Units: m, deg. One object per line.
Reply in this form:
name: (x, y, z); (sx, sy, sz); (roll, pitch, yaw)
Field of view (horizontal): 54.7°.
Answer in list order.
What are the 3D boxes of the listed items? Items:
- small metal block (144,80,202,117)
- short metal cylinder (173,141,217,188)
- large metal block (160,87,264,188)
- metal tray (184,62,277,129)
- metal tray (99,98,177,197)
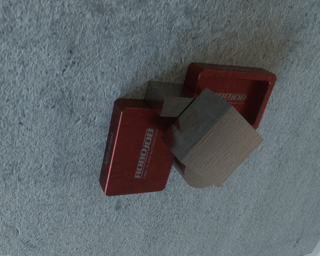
small metal block: (0.015, -0.036, 0.378); (0.050, 0.050, 0.025); (1, 118, -29)
short metal cylinder: (0.059, 0.040, 0.449); (0.081, 0.050, 0.079); (-13, 124, -20)
large metal block: (0.063, 0.013, 0.368); (0.080, 0.050, 0.080); (-48, 129, 6)
metal tray: (0.092, -0.040, 0.431); (0.131, 0.030, 0.089); (-2, 119, -28)
metal tray: (-0.024, 0.027, 0.410); (0.091, 0.030, 0.129); (1, 118, -29)
